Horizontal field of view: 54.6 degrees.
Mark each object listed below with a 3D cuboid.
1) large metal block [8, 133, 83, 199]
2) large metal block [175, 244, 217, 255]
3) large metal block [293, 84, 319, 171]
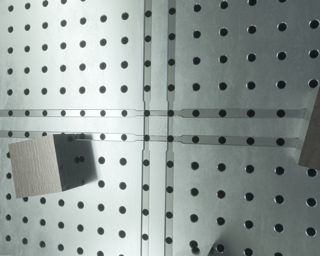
[{"bbox_3d":[-0.169,0.055,0.460,0.080,0.050,0.080,-12,86,19],"label":"large metal block"},{"bbox_3d":[0.045,0.196,0.368,0.050,0.080,0.080,-20,83,19],"label":"large metal block"},{"bbox_3d":[0.177,0.002,0.321,0.050,0.080,0.080,15,95,19],"label":"large metal block"}]
